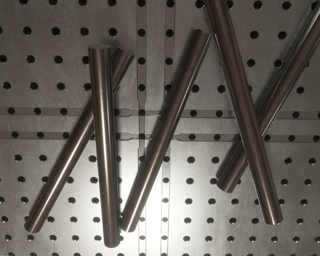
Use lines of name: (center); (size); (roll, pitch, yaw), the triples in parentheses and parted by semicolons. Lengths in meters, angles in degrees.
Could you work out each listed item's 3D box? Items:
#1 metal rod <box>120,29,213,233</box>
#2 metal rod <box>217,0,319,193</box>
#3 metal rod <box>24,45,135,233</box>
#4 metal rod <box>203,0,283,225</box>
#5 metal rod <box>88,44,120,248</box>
metal rod: (0.002, 0.017, 0.419); (0.025, 0.025, 0.298); (19, 109, -7)
metal rod: (0.152, -0.043, 0.399); (0.025, 0.025, 0.298); (22, 108, -8)
metal rod: (-0.116, 0.027, 0.421); (0.025, 0.025, 0.298); (28, 107, -10)
metal rod: (0.107, -0.016, 0.388); (0.025, 0.025, 0.298); (-17, 102, 6)
metal rod: (-0.070, 0.043, 0.410); (0.025, 0.025, 0.298); (1, 117, -1)
